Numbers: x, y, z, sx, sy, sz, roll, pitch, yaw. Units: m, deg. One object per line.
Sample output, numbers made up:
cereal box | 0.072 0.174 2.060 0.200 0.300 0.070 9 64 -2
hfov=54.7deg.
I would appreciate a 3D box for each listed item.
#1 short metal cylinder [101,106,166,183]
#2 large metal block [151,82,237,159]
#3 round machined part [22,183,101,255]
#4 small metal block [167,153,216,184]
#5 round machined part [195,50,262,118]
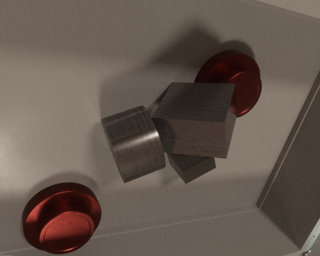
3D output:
short metal cylinder | -0.032 0.019 0.366 0.050 0.080 0.080 -20 127 -12
large metal block | 0.045 -0.013 0.370 0.080 0.080 0.050 4 128 20
round machined part | -0.124 0.124 0.403 0.099 0.042 0.097 -13 120 -23
small metal block | 0.045 0.046 0.447 0.050 0.050 0.025 -26 128 -13
round machined part | 0.098 -0.052 0.421 0.099 0.042 0.097 -14 125 -21
